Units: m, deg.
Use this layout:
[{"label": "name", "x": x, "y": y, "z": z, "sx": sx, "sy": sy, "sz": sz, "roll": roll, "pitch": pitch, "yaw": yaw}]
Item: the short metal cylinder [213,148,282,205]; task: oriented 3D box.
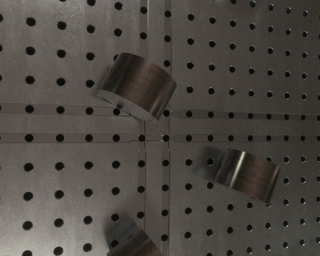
[{"label": "short metal cylinder", "x": 0.121, "y": 0.067, "z": 0.430, "sx": 0.080, "sy": 0.080, "sz": 0.050, "roll": 26, "pitch": 81, "yaw": -19}]

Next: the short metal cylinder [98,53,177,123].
[{"label": "short metal cylinder", "x": -0.027, "y": -0.047, "z": 0.374, "sx": 0.080, "sy": 0.080, "sz": 0.050, "roll": 30, "pitch": 80, "yaw": -18}]

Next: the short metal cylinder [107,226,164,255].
[{"label": "short metal cylinder", "x": -0.020, "y": 0.168, "z": 0.377, "sx": 0.050, "sy": 0.080, "sz": 0.080, "roll": -38, "pitch": 103, "yaw": -16}]
